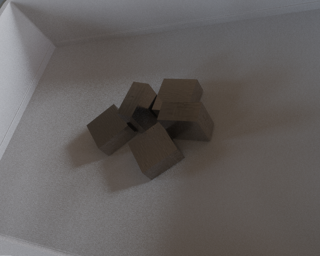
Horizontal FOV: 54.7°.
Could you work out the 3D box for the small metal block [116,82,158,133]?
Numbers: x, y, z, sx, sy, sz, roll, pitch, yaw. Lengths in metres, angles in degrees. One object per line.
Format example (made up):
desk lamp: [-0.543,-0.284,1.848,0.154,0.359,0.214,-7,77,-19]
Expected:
small metal block: [-0.025,-0.026,0.414,0.025,0.050,0.050,13,69,33]

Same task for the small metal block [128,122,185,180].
small metal block: [-0.005,0.028,0.387,0.050,0.025,0.050,-35,52,4]

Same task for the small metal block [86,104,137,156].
small metal block: [-0.069,0.002,0.436,0.050,0.025,0.050,-38,51,2]

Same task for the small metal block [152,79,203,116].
small metal block: [0.024,-0.038,0.413,0.050,0.025,0.050,7,65,30]

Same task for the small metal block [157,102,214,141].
small metal block: [0.032,-0.008,0.374,0.050,0.050,0.025,3,64,29]
